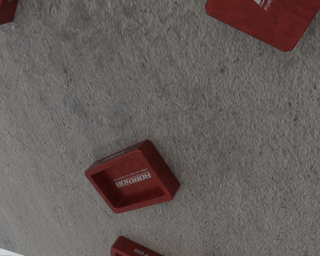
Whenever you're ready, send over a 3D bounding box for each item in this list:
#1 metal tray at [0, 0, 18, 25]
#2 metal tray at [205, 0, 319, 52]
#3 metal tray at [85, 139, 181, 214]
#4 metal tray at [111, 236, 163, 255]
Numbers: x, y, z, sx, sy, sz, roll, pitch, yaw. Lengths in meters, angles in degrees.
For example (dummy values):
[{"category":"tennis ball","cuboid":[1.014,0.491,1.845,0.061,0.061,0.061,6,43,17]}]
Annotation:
[{"category":"metal tray","cuboid":[-0.218,-0.208,0.389,0.090,0.030,0.129,41,129,0]},{"category":"metal tray","cuboid":[0.105,-0.142,0.260,0.090,0.030,0.129,30,128,9]},{"category":"metal tray","cuboid":[-0.045,0.079,0.476,0.130,0.030,0.090,-24,106,36]},{"category":"metal tray","cuboid":[-0.030,0.267,0.584,0.130,0.030,0.089,19,126,17]}]
